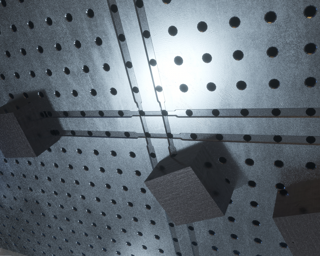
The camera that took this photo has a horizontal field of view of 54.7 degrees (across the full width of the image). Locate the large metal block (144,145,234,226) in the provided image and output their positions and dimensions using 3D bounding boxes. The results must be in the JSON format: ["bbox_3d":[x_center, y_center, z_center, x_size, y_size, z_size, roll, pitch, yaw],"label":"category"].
[{"bbox_3d":[0.040,0.080,0.422,0.080,0.050,0.080,-26,105,36],"label":"large metal block"}]

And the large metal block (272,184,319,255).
[{"bbox_3d":[0.191,0.114,0.365,0.080,0.050,0.080,-21,108,35],"label":"large metal block"}]

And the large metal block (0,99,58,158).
[{"bbox_3d":[-0.232,0.002,0.516,0.080,0.050,0.080,-4,117,30],"label":"large metal block"}]
